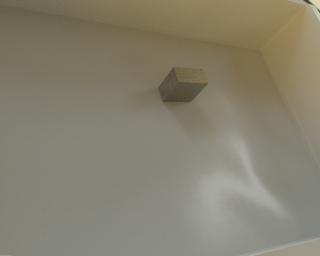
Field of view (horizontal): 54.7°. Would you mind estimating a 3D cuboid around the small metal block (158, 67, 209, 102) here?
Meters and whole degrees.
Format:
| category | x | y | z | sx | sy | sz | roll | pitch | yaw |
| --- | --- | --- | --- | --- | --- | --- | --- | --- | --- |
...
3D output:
| category | x | y | z | sx | sy | sz | roll | pitch | yaw |
| --- | --- | --- | --- | --- | --- | --- | --- | --- | --- |
| small metal block | 0.033 | -0.061 | 0.446 | 0.050 | 0.050 | 0.025 | -3 | 63 | -30 |
